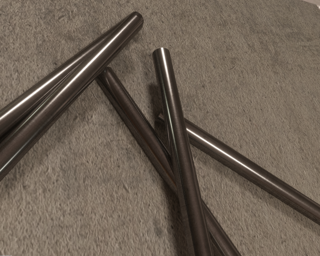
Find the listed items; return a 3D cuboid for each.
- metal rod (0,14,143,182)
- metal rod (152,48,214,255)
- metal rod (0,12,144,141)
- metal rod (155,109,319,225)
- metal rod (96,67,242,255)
[{"bbox_3d":[-0.104,-0.044,0.357,0.025,0.025,0.301,36,57,-5],"label":"metal rod"},{"bbox_3d":[0.024,0.027,0.368,0.025,0.025,0.299,5,60,-26],"label":"metal rod"},{"bbox_3d":[-0.106,-0.079,0.395,0.025,0.025,0.301,39,51,-3],"label":"metal rod"},{"bbox_3d":[0.126,0.059,0.437,0.301,0.025,0.025,32,51,-8],"label":"metal rod"},{"bbox_3d":[0.010,0.048,0.381,0.025,0.025,0.299,-27,77,-37],"label":"metal rod"}]
